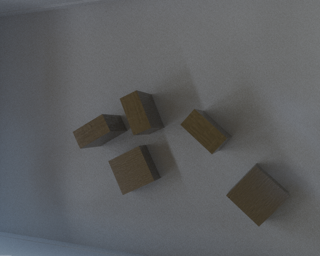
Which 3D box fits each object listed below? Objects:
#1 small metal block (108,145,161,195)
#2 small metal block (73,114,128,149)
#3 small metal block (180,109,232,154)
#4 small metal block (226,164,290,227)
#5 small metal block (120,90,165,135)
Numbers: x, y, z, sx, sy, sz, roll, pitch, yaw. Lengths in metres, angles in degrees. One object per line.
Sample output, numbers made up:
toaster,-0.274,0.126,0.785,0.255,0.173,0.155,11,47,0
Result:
small metal block,-0.034,0.057,0.422,0.050,0.025,0.050,-27,81,17
small metal block,-0.081,0.005,0.425,0.050,0.050,0.025,-29,81,17
small metal block,0.058,0.004,0.376,0.050,0.050,0.025,44,104,14
small metal block,0.117,0.079,0.369,0.050,0.025,0.050,44,103,14
small metal block,-0.022,-0.019,0.404,0.025,0.050,0.050,-24,82,18
